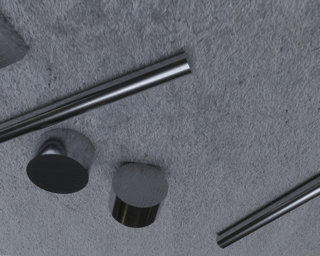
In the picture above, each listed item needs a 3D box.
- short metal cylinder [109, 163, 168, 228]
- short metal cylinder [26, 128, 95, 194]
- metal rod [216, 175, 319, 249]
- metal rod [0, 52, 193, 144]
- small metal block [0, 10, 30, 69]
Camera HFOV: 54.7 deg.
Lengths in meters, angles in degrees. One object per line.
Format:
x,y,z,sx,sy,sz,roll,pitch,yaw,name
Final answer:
-0.033,0.097,0.454,0.081,0.080,0.050,9,130,-8,short metal cylinder
-0.135,0.046,0.429,0.081,0.050,0.079,0,130,0,short metal cylinder
0.210,0.130,0.519,0.025,0.025,0.299,31,123,-24,metal rod
-0.106,-0.027,0.383,0.301,0.025,0.025,-18,128,14,metal rod
-0.179,-0.090,0.328,0.050,0.025,0.050,-18,128,14,small metal block
